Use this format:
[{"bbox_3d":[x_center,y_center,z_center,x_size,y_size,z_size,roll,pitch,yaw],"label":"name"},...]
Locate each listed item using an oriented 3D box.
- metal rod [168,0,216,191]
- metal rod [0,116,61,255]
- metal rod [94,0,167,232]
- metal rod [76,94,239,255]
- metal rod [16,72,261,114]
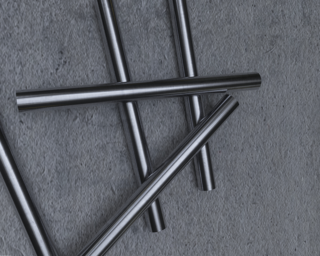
[{"bbox_3d":[0.042,-0.063,0.424,0.025,0.025,0.298,-11,94,-20],"label":"metal rod"},{"bbox_3d":[-0.172,0.036,0.345,0.025,0.025,0.298,-22,98,-19],"label":"metal rod"},{"bbox_3d":[-0.036,-0.013,0.395,0.025,0.025,0.298,-15,95,-19],"label":"metal rod"},{"bbox_3d":[-0.005,0.069,0.379,0.301,0.025,0.025,-46,105,-14],"label":"metal rod"},{"bbox_3d":[-0.009,-0.046,0.377,0.302,0.025,0.025,-8,93,-20],"label":"metal rod"}]
